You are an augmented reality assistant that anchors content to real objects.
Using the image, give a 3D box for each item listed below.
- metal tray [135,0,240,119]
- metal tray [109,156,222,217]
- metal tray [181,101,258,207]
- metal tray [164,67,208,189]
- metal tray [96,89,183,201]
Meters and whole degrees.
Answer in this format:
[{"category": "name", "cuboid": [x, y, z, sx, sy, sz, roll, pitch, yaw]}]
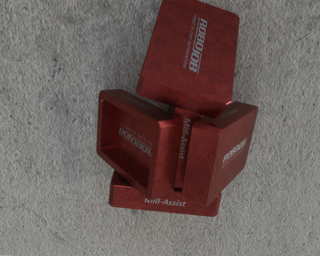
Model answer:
[{"category": "metal tray", "cuboid": [0.034, -0.082, 0.332, 0.091, 0.130, 0.030, 17, 150, -7]}, {"category": "metal tray", "cuboid": [0.006, 0.070, 0.402, 0.131, 0.090, 0.030, 7, 110, -3]}, {"category": "metal tray", "cuboid": [0.075, 0.024, 0.368, 0.030, 0.131, 0.089, 18, 113, 29]}, {"category": "metal tray", "cuboid": [0.026, -0.004, 0.375, 0.030, 0.090, 0.129, 7, 110, -3]}, {"category": "metal tray", "cuboid": [-0.031, 0.013, 0.364, 0.030, 0.130, 0.089, -9, 115, -36]}]
